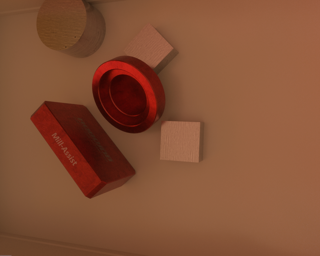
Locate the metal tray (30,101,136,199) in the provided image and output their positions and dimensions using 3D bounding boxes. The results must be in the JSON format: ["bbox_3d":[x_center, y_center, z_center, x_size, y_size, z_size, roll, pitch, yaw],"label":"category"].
[{"bbox_3d":[-0.098,0.024,0.409,0.030,0.090,0.130,-43,77,15],"label":"metal tray"}]

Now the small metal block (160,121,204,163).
[{"bbox_3d":[0.029,0.017,0.400,0.050,0.025,0.050,2,91,19],"label":"small metal block"}]

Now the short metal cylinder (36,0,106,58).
[{"bbox_3d":[-0.125,-0.144,0.440,0.080,0.050,0.079,0,90,19],"label":"short metal cylinder"}]

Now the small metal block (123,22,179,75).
[{"bbox_3d":[-0.012,-0.102,0.414,0.050,0.025,0.050,-44,77,14],"label":"small metal block"}]

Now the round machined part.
[{"bbox_3d":[-0.036,-0.045,0.399,0.098,0.042,0.097,16,124,25],"label":"round machined part"}]
